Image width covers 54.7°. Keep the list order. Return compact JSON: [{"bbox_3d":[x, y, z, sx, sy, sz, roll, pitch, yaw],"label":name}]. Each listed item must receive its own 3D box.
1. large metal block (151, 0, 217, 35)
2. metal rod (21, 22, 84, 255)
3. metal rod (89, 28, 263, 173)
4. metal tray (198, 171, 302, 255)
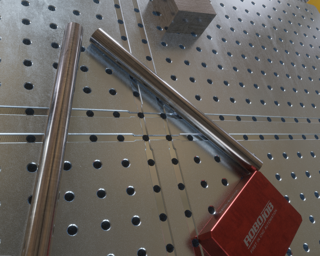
[{"bbox_3d":[0.040,-0.215,0.547,0.081,0.050,0.080,-8,66,-32],"label":"large metal block"},{"bbox_3d":[-0.115,-0.008,0.351,0.025,0.025,0.299,12,56,-22],"label":"metal rod"},{"bbox_3d":[0.024,-0.037,0.445,0.300,0.025,0.025,39,51,-2],"label":"metal rod"},{"bbox_3d":[0.119,0.127,0.394,0.090,0.030,0.131,48,51,5],"label":"metal tray"}]
